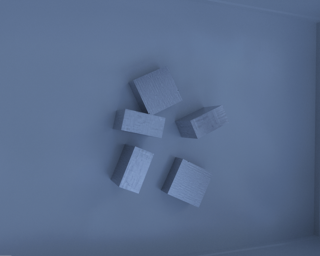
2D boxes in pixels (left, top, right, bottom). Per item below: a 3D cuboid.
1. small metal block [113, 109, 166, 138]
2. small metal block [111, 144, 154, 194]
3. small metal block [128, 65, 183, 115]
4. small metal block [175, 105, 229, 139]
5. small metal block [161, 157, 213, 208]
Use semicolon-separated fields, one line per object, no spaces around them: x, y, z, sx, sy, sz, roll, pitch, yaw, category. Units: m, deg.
-0.027;-0.005;0.387;0.050;0.050;0.025;12;87;-20;small metal block
-0.035;0.049;0.384;0.025;0.050;0.050;24;82;-19;small metal block
-0.006;-0.048;0.408;0.050;0.025;0.050;-27;99;-18;small metal block
0.055;-0.008;0.417;0.050;0.050;0.025;-26;99;-18;small metal block
0.037;0.074;0.424;0.050;0.025;0.050;27;81;-18;small metal block
